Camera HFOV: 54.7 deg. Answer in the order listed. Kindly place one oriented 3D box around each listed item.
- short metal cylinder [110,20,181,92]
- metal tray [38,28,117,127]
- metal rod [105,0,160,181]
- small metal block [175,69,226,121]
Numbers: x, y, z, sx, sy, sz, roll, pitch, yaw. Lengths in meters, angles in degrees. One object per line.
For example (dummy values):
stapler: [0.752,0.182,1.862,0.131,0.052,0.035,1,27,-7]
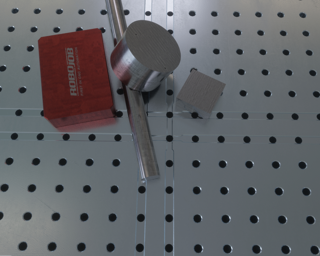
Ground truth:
short metal cylinder: [-0.019,-0.096,0.416,0.081,0.050,0.080,15,60,-26]
metal tray: [-0.117,-0.073,0.435,0.091,0.030,0.130,-11,70,-4]
metal rod: [-0.044,-0.074,0.438,0.025,0.025,0.299,-12,70,-4]
small metal block: [0.056,-0.046,0.429,0.050,0.025,0.050,27,72,9]
